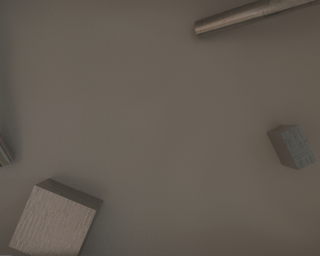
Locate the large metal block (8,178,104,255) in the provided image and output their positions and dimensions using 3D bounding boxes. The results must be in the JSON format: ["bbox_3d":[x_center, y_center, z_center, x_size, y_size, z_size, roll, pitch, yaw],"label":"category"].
[{"bbox_3d":[-0.129,0.121,0.397,0.080,0.050,0.080,23,90,-1],"label":"large metal block"}]

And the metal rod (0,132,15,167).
[{"bbox_3d":[-0.247,-0.082,0.343,0.025,0.025,0.298,-19,117,0],"label":"metal rod"}]

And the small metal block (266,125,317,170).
[{"bbox_3d":[0.169,0.023,0.401,0.025,0.050,0.050,-26,90,0],"label":"small metal block"}]

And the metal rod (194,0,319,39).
[{"bbox_3d":[0.183,-0.153,0.345,0.300,0.025,0.025,-9,90,27],"label":"metal rod"}]
